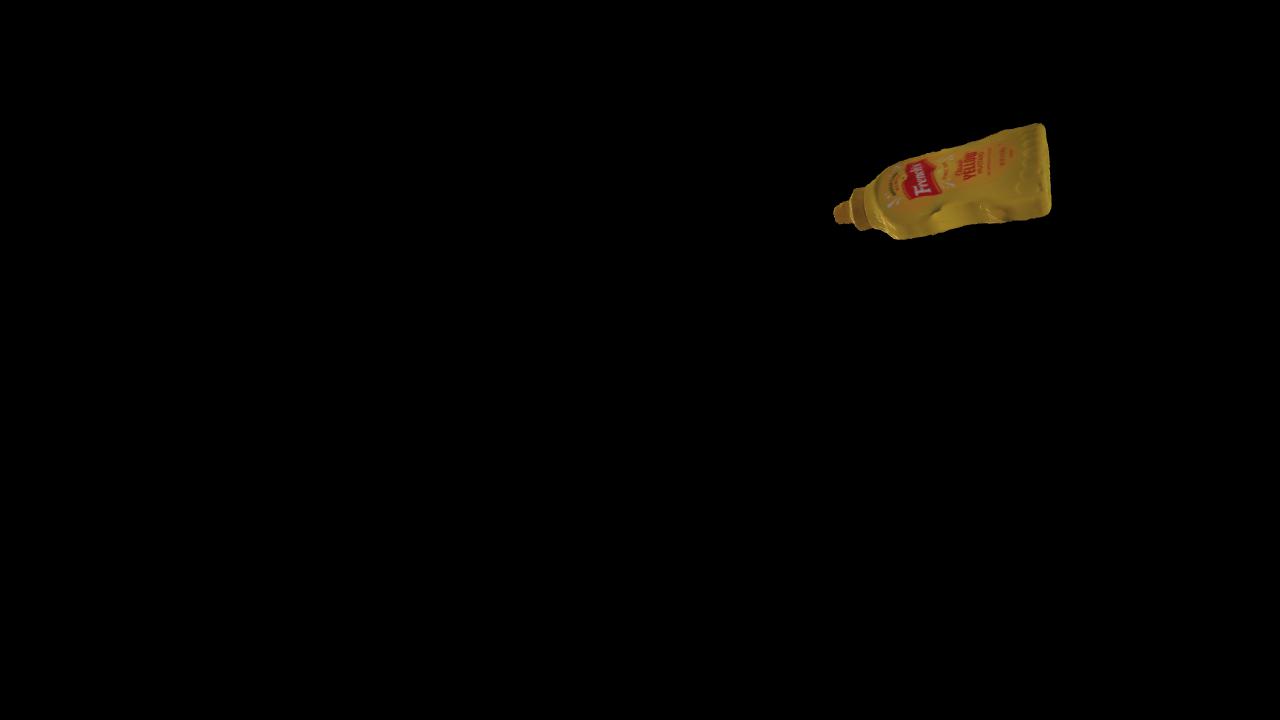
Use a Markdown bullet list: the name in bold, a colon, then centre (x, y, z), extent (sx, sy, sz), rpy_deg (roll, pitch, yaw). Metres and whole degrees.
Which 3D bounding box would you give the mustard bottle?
- **mustard bottle**: centre (0.272, -0.155, 0.574), extent (0.184, 0.092, 0.054), rpy_deg (-5, -28, 38)
